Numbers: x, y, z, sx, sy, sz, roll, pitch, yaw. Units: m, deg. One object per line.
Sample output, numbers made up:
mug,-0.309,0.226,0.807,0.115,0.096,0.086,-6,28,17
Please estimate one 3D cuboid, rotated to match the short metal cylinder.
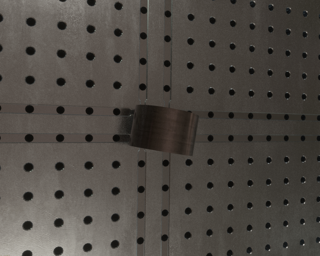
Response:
short metal cylinder,0.005,0.004,0.386,0.081,0.080,0.050,11,87,-20
